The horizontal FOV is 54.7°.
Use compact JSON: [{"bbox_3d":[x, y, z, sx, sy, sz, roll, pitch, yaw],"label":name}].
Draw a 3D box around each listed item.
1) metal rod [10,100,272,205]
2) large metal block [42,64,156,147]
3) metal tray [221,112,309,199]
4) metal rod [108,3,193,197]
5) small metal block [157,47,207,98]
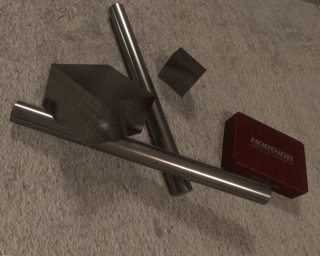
[{"bbox_3d":[-0.014,0.031,0.353,0.302,0.025,0.025,19,54,-8],"label":"metal rod"},{"bbox_3d":[-0.066,-0.030,0.340,0.080,0.050,0.081,36,28,26],"label":"large metal block"},{"bbox_3d":[0.157,0.041,0.463,0.131,0.030,0.090,24,53,-14],"label":"metal tray"},{"bbox_3d":[-0.020,-0.053,0.426,0.025,0.025,0.299,-6,65,-31],"label":"metal rod"},{"bbox_3d":[0.032,-0.081,0.456,0.050,0.050,0.025,42,51,0],"label":"small metal block"}]
